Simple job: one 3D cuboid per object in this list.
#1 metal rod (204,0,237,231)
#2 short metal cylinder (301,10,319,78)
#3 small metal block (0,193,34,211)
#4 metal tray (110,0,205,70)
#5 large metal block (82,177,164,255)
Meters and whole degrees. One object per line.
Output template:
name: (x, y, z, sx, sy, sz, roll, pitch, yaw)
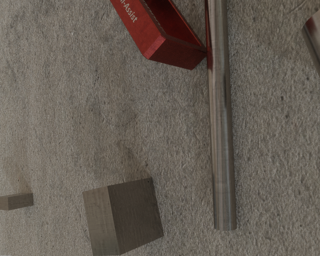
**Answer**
metal rod: (0.067, -0.039, 0.348, 0.025, 0.025, 0.298, -4, 88, 39)
short metal cylinder: (0.159, -0.069, 0.237, 0.080, 0.081, 0.050, -25, 75, 37)
small metal block: (-0.293, 0.148, 0.626, 0.050, 0.050, 0.025, -10, 84, 39)
metal tray: (-0.007, -0.131, 0.366, 0.030, 0.091, 0.130, -43, 64, 31)
large metal block: (-0.047, 0.113, 0.406, 0.050, 0.081, 0.080, -20, 78, 38)
